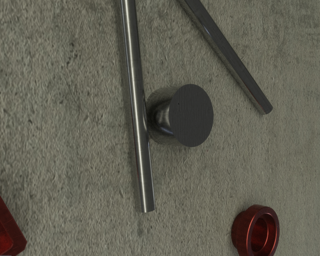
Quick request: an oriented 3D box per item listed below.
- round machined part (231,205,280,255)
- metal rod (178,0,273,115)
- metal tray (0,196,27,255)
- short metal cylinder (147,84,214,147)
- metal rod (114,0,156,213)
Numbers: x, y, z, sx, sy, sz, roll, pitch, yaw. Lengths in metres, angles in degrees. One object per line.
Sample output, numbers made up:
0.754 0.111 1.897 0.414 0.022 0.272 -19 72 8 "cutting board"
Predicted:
0.159 0.179 0.527 0.099 0.042 0.097 0 90 -40 "round machined part"
0.102 -0.123 0.489 0.300 0.025 0.025 44 64 -31 "metal rod"
-0.181 0.070 0.249 0.091 0.030 0.129 -33 110 -35 "metal tray"
0.025 -0.016 0.409 0.081 0.050 0.080 0 90 -40 "short metal cylinder"
-0.031 -0.046 0.377 0.025 0.025 0.298 -9 96 -40 "metal rod"
